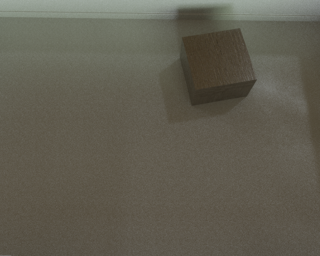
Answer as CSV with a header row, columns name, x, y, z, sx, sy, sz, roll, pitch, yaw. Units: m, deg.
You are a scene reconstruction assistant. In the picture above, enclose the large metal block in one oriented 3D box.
name,x,y,z,sx,sy,sz,roll,pitch,yaw
large metal block,0.077,-0.083,0.427,0.080,0.050,0.080,-10,70,-4
